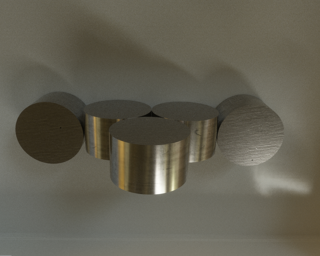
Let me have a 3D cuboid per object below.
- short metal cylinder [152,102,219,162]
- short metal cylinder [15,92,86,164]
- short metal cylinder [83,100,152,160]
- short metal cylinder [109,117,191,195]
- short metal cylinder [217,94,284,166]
[{"bbox_3d":[0.030,0.002,0.381,0.081,0.080,0.050,2,110,-1],"label":"short metal cylinder"},{"bbox_3d":[-0.132,-0.002,0.394,0.081,0.050,0.079,0,110,0],"label":"short metal cylinder"},{"bbox_3d":[-0.051,0.000,0.379,0.081,0.080,0.050,2,110,-1],"label":"short metal cylinder"},{"bbox_3d":[-0.011,0.025,0.316,0.081,0.080,0.050,2,110,-1],"label":"short metal cylinder"},{"bbox_3d":[0.110,0.002,0.398,0.081,0.050,0.079,0,110,0],"label":"short metal cylinder"}]
